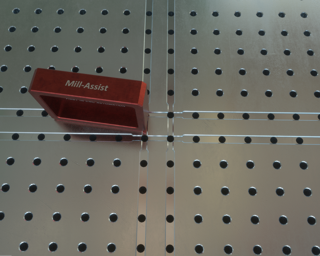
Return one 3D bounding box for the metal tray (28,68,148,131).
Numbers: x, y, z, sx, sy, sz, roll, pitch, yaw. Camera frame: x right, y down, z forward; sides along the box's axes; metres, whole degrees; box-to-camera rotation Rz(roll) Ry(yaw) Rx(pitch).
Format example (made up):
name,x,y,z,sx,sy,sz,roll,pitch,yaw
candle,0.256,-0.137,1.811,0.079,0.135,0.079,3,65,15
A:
name,x,y,z,sx,sy,sz,roll,pitch,yaw
metal tray,-0.082,-0.032,0.388,0.131,0.090,0.030,8,71,3
